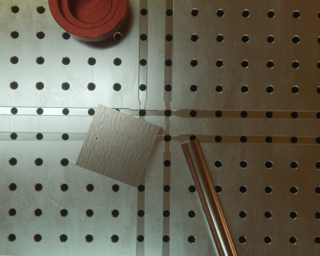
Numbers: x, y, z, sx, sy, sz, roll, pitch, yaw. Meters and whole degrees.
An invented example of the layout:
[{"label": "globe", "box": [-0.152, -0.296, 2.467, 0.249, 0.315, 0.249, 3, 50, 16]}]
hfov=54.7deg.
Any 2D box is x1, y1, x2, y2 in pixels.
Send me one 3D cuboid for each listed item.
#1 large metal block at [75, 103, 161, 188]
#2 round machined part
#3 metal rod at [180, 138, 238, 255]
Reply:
[{"label": "large metal block", "box": [-0.051, 0.021, 0.400, 0.080, 0.050, 0.080, 21, 90, -1]}, {"label": "round machined part", "box": [-0.089, -0.161, 0.404, 0.099, 0.042, 0.097, 0, 90, -1]}, {"label": "metal rod", "box": [0.087, 0.159, 0.414, 0.025, 0.025, 0.298, -19, 90, 0]}]
